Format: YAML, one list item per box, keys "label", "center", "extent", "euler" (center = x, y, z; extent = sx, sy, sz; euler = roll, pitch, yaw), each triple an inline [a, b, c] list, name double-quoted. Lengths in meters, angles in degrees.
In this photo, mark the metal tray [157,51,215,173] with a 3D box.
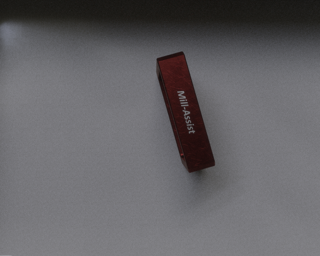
- label: "metal tray"
  center: [0.028, -0.017, 0.376]
  extent: [0.030, 0.090, 0.129]
  euler: [-16, 90, -1]
